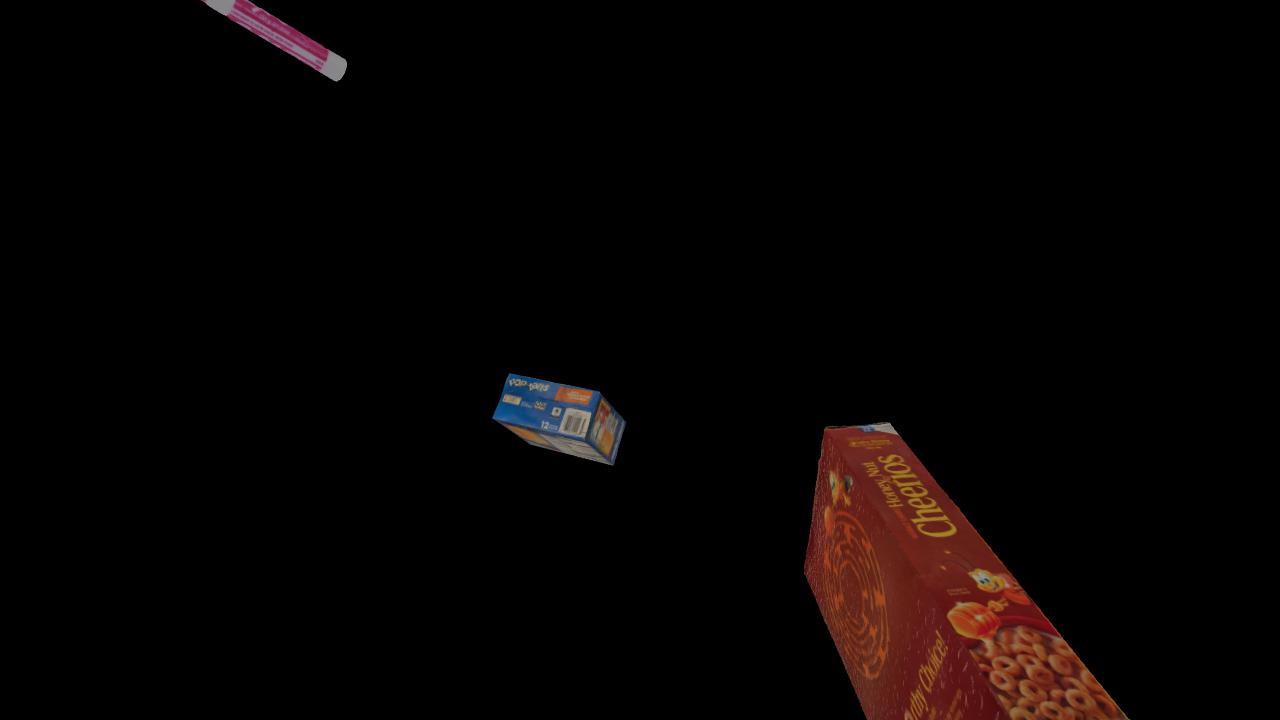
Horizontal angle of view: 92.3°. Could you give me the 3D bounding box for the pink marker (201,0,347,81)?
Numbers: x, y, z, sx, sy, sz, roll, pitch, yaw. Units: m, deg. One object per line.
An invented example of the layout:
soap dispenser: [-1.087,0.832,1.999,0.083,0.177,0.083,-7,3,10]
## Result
pink marker: [-0.270,-0.240,0.436,0.020,0.020,0.121,0,-12,37]

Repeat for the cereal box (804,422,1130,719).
cereal box: [0.229,0.219,0.516,0.081,0.203,0.306,-3,28,-4]

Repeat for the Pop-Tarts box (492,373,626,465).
Pop-Tarts box: [-0.127,0.097,1.002,0.167,0.083,0.141,11,-22,22]
